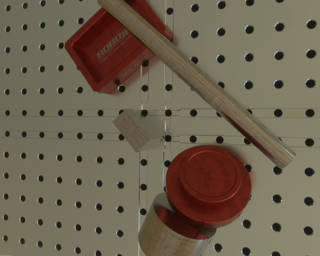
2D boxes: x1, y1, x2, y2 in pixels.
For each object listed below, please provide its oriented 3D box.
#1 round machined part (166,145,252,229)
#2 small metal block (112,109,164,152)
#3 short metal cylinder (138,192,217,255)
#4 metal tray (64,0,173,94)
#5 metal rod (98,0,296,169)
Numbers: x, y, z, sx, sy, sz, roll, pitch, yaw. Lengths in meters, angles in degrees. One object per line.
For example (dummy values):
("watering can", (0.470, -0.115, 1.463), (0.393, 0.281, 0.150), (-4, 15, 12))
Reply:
("round machined part", (0.056, 0.061, 0.356), (0.099, 0.042, 0.098), (0, 55, 0))
("small metal block", (-0.028, 0.003, 0.408), (0.025, 0.050, 0.050), (-43, 77, 15))
("short metal cylinder", (0.020, 0.122, 0.371), (0.080, 0.080, 0.050), (29, 111, 17))
("metal tray", (-0.059, -0.121, 0.429), (0.130, 0.030, 0.090), (-38, 78, 15))
("metal rod", (0.040, -0.063, 0.375), (0.300, 0.025, 0.025), (43, 103, 6))
